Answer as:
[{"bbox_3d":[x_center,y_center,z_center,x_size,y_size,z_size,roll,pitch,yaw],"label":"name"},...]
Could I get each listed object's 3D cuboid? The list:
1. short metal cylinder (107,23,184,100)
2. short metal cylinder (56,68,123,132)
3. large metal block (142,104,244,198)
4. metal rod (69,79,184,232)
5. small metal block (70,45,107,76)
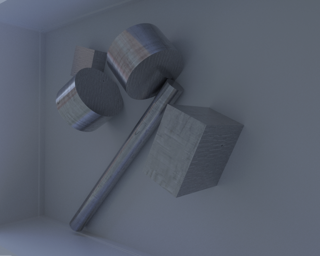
[{"bbox_3d":[-0.018,-0.081,0.384,0.080,0.081,0.050,-50,61,28],"label":"short metal cylinder"},{"bbox_3d":[-0.102,-0.041,0.453,0.050,0.081,0.080,-32,70,35],"label":"short metal cylinder"},{"bbox_3d":[0.037,0.022,0.339,0.050,0.081,0.079,32,110,35],"label":"large metal block"},{"bbox_3d":[-0.060,0.054,0.453,0.025,0.025,0.298,51,119,27],"label":"metal rod"},{"bbox_3d":[-0.115,-0.102,0.499,0.050,0.025,0.050,23,104,37],"label":"small metal block"}]
